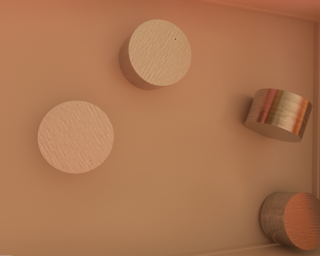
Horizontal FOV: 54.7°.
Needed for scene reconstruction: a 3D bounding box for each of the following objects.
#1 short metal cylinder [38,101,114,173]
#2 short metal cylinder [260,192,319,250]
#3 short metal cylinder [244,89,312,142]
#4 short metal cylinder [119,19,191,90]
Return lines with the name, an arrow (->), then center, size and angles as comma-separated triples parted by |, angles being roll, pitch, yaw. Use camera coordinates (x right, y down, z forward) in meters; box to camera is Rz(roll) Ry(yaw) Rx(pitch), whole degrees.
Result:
short metal cylinder -> -0.099, 0.010, 0.361 | 0.081, 0.050, 0.079 | 0, 90, -21
short metal cylinder -> 0.201, 0.137, 0.466 | 0.081, 0.050, 0.080 | 4, 78, -20
short metal cylinder -> 0.169, -0.017, 0.446 | 0.080, 0.080, 0.050 | 24, 82, -19
short metal cylinder -> -0.007, -0.091, 0.395 | 0.081, 0.050, 0.079 | 0, 90, -20
